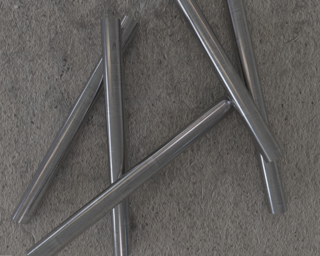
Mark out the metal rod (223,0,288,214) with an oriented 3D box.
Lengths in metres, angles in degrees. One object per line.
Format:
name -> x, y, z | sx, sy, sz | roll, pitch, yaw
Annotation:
metal rod -> 0.125, -0.036, 0.410 | 0.025, 0.025, 0.298 | -12, 90, 0

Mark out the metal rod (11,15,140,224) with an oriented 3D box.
metal rod -> -0.111, -0.011, 0.408 | 0.025, 0.025, 0.299 | 29, 90, 0

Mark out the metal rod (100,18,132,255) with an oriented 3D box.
metal rod -> -0.055, 0.016, 0.394 | 0.025, 0.025, 0.298 | -2, 96, 0

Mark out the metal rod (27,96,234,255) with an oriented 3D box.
metal rod -> -0.025, 0.057, 0.381 | 0.301, 0.025, 0.025 | -38, 90, -12

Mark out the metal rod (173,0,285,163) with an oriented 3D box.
metal rod -> 0.071, -0.094, 0.396 | 0.025, 0.025, 0.299 | -28, 85, 0
